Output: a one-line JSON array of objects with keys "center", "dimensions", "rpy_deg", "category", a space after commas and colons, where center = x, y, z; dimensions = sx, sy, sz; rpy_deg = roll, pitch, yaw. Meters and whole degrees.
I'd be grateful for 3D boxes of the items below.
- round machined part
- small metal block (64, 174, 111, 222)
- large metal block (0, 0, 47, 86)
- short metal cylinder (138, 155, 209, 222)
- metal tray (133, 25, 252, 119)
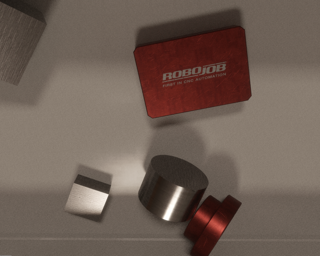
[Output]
[{"center": [0.069, 0.133, 0.430], "dimensions": [0.042, 0.099, 0.097], "rpy_deg": [33, 109, 20], "category": "round machined part"}, {"center": [-0.104, 0.101, 0.447], "dimensions": [0.050, 0.025, 0.050], "rpy_deg": [21, 109, -8], "category": "small metal block"}, {"center": [-0.183, -0.105, 0.340], "dimensions": [0.080, 0.050, 0.080], "rpy_deg": [21, 111, -36], "category": "large metal block"}, {"center": [0.017, 0.078, 0.411], "dimensions": [0.080, 0.080, 0.050], "rpy_deg": [19, 109, -7], "category": "short metal cylinder"}, {"center": [0.041, -0.069, 0.384], "dimensions": [0.131, 0.030, 0.089], "rpy_deg": [-11, 110, 3], "category": "metal tray"}]
